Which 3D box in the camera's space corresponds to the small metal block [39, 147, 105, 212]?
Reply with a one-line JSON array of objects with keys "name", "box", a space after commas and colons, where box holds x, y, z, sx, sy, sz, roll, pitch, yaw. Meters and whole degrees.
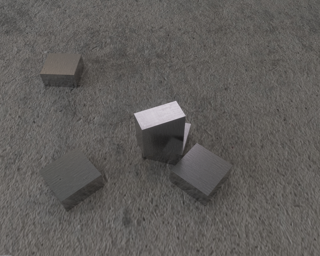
[{"name": "small metal block", "box": [-0.100, 0.058, 0.354, 0.050, 0.025, 0.050, -34, 58, -25]}]

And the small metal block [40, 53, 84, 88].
[{"name": "small metal block", "box": [-0.149, -0.089, 0.477, 0.050, 0.025, 0.050, 2, 50, 2]}]

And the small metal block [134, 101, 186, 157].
[{"name": "small metal block", "box": [0.000, 0.002, 0.353, 0.050, 0.050, 0.025, -18, 53, -14]}]

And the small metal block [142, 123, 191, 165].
[{"name": "small metal block", "box": [0.008, 0.016, 0.390, 0.050, 0.025, 0.050, 12, 51, 10]}]

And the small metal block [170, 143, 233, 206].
[{"name": "small metal block", "box": [0.047, 0.053, 0.359, 0.050, 0.025, 0.050, 33, 57, 24]}]
